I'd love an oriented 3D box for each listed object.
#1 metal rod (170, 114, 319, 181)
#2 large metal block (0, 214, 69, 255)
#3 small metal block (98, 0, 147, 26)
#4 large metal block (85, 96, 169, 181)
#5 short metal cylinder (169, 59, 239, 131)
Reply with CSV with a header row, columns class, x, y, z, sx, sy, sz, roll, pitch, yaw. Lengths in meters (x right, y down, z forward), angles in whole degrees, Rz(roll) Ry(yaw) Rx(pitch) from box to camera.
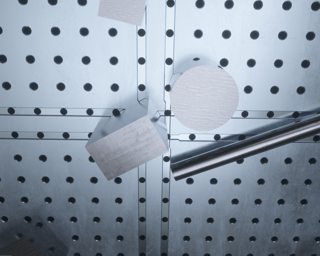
class,x,y,z,sx,sy,sz,roll,pitch,yaw
metal rod,0.160,0.013,0.420,0.301,0.025,0.025,-20,109,6
large metal block,-0.201,0.191,0.468,0.080,0.050,0.080,-28,108,9
small metal block,-0.041,-0.149,0.358,0.050,0.025,0.050,12,110,-5
large metal block,-0.037,0.010,0.387,0.080,0.080,0.050,-27,108,9
short metal cylinder,0.052,-0.042,0.385,0.081,0.050,0.079,0,110,-1
